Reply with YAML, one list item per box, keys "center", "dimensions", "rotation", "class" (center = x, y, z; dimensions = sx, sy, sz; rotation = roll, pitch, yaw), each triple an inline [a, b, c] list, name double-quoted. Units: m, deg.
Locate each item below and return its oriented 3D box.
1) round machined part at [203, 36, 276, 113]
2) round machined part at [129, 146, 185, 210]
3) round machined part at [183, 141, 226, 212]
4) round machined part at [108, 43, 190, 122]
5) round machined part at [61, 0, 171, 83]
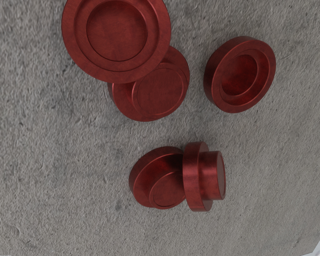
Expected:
- center: [0.098, -0.072, 0.405]
  dimensions: [0.099, 0.042, 0.097]
  rotation: [-14, 124, -21]
  class: "round machined part"
- center: [0.008, 0.078, 0.449]
  dimensions: [0.099, 0.042, 0.097]
  rotation: [-14, 124, -21]
  class: "round machined part"
- center: [0.066, 0.067, 0.434]
  dimensions: [0.042, 0.098, 0.098]
  rotation: [-6, 131, 20]
  class: "round machined part"
- center: [-0.008, -0.049, 0.361]
  dimensions: [0.099, 0.042, 0.097]
  rotation: [-14, 124, -21]
  class: "round machined part"
- center: [-0.041, -0.092, 0.300]
  dimensions: [0.099, 0.042, 0.097]
  rotation: [-2, 99, -10]
  class: "round machined part"
